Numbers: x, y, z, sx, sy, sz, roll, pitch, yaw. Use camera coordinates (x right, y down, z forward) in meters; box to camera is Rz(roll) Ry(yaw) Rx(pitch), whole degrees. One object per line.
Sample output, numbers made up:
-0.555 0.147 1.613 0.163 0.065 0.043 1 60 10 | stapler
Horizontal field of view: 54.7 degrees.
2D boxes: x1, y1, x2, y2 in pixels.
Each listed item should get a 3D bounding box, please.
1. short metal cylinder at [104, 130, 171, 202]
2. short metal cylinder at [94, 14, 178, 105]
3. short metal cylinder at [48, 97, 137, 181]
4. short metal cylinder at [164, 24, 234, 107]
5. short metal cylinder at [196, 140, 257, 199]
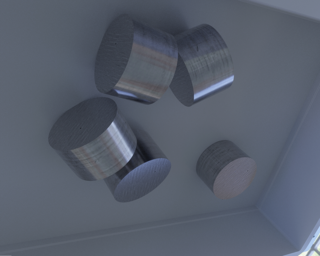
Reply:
-0.033 0.048 0.391 0.081 0.050 0.080 -27 147 -19 | short metal cylinder
-0.026 -0.068 0.318 0.050 0.080 0.079 13 111 -34 | short metal cylinder
-0.073 0.011 0.341 0.080 0.080 0.050 -33 129 -7 | short metal cylinder
0.039 -0.071 0.352 0.050 0.080 0.080 -26 128 -13 | short metal cylinder
0.105 0.066 0.493 0.081 0.050 0.079 -14 125 -21 | short metal cylinder
